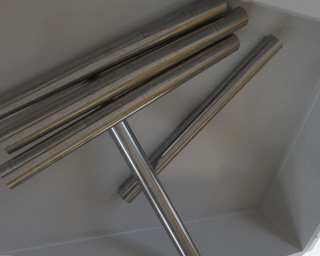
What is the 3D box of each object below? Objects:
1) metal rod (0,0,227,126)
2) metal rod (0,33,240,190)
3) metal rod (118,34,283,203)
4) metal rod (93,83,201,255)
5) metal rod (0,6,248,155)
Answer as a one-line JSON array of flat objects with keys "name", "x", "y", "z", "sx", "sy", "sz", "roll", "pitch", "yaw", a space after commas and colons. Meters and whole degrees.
[{"name": "metal rod", "x": -0.060, "y": -0.072, "z": 0.330, "sx": 0.301, "sy": 0.025, "sz": 0.025, "roll": -29, "pitch": 128, "yaw": -10}, {"name": "metal rod", "x": -0.026, "y": -0.031, "z": 0.338, "sx": 0.302, "sy": 0.025, "sz": 0.025, "roll": -34, "pitch": 130, "yaw": -21}, {"name": "metal rod", "x": 0.053, "y": -0.010, "z": 0.430, "sx": 0.300, "sy": 0.025, "sz": 0.025, "roll": -46, "pitch": 129, "yaw": 4}, {"name": "metal rod", "x": -0.008, "y": 0.078, "z": 0.388, "sx": 0.025, "sy": 0.025, "sz": 0.299, "roll": -30, "pitch": 108, "yaw": -9}, {"name": "metal rod", "x": -0.024, "y": -0.061, "z": 0.333, "sx": 0.302, "sy": 0.025, "sz": 0.025, "roll": -32, "pitch": 129, "yaw": -17}]
